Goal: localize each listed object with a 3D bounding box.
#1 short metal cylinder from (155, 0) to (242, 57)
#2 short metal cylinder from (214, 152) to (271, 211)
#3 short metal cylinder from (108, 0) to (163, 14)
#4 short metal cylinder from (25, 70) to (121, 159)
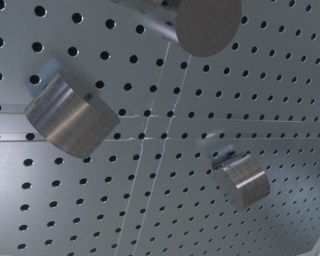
[{"bbox_3d":[0.041,-0.124,0.341,0.081,0.050,0.079,-14,124,-21],"label":"short metal cylinder"},{"bbox_3d":[0.131,0.086,0.500,0.050,0.080,0.080,-26,128,-12],"label":"short metal cylinder"},{"bbox_3d":[-0.024,-0.148,0.271,0.050,0.080,0.079,9,114,-33],"label":"short metal cylinder"},{"bbox_3d":[-0.088,-0.014,0.319,0.050,0.080,0.080,-47,129,5],"label":"short metal cylinder"}]
